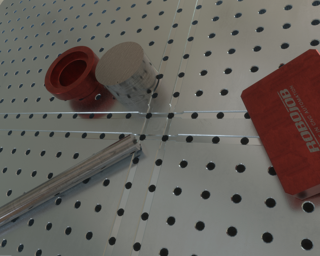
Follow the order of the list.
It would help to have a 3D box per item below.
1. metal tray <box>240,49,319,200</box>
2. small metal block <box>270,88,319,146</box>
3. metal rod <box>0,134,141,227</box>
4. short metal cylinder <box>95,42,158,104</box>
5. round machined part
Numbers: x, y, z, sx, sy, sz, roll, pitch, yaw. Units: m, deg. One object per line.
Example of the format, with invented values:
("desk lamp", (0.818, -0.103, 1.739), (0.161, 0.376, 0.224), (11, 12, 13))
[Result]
("metal tray", (0.147, -0.006, 0.312), (0.090, 0.030, 0.130), (-33, 52, 26))
("small metal block", (0.157, -0.015, 0.335), (0.050, 0.025, 0.050), (28, 77, 37))
("metal rod", (-0.162, 0.090, 0.435), (0.301, 0.025, 0.025), (-29, 52, 9))
("short metal cylinder", (-0.049, -0.083, 0.467), (0.080, 0.050, 0.080), (-13, 56, 20))
("round machined part", (-0.141, -0.087, 0.522), (0.098, 0.042, 0.098), (-13, 56, 20))
